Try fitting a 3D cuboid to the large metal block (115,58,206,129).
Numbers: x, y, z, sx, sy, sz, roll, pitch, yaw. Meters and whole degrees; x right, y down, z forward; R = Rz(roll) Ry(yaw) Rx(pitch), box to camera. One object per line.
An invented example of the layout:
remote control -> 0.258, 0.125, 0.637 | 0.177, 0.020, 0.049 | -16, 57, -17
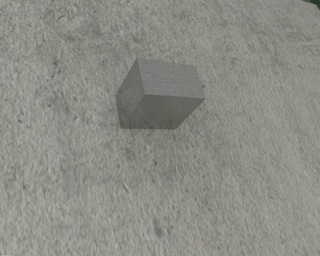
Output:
large metal block -> -0.003, -0.039, 0.392 | 0.081, 0.080, 0.050 | 1, 61, -28
